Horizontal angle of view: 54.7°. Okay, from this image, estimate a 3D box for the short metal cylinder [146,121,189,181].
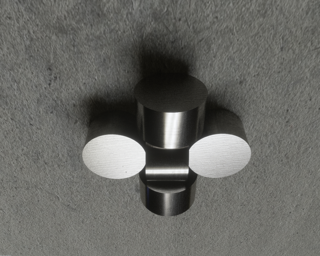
[{"bbox_3d":[0.008,0.028,0.397,0.050,0.080,0.079,0,130,0],"label":"short metal cylinder"}]

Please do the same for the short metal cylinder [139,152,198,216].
[{"bbox_3d":[0.011,0.077,0.439,0.081,0.080,0.050,0,130,0],"label":"short metal cylinder"}]

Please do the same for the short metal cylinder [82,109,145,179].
[{"bbox_3d":[-0.058,0.022,0.410,0.081,0.050,0.079,-1,130,-1],"label":"short metal cylinder"}]

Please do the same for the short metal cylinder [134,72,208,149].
[{"bbox_3d":[0.012,-0.022,0.354,0.081,0.080,0.050,0,130,0],"label":"short metal cylinder"}]

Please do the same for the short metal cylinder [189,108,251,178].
[{"bbox_3d":[0.074,0.021,0.410,0.080,0.050,0.079,0,131,0],"label":"short metal cylinder"}]
